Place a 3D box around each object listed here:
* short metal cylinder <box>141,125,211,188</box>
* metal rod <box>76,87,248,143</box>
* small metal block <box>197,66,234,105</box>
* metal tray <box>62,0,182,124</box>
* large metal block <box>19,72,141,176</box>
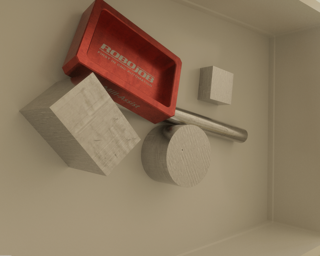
[{"bbox_3d":[0.022,0.035,0.411,0.081,0.050,0.079,0,90,-40],"label":"short metal cylinder"},{"bbox_3d":[0.025,-0.016,0.429,0.302,0.025,0.025,14,81,-39],"label":"metal rod"},{"bbox_3d":[0.087,-0.065,0.482,0.050,0.025,0.050,10,84,-40],"label":"small metal block"},{"bbox_3d":[-0.035,-0.072,0.354,0.131,0.030,0.090,29,55,-32],"label":"metal tray"},{"bbox_3d":[-0.079,-0.003,0.306,0.050,0.080,0.080,-49,119,-29],"label":"large metal block"}]
